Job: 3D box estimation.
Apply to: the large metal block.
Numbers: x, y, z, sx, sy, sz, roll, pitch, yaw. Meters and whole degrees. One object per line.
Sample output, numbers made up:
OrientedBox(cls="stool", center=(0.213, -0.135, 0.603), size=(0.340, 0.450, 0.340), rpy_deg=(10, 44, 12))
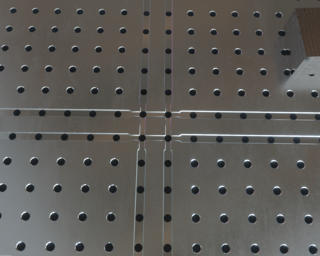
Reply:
OrientedBox(cls="large metal block", center=(0.232, -0.125, 0.447), size=(0.081, 0.050, 0.080), rpy_deg=(-2, 70, -1))
